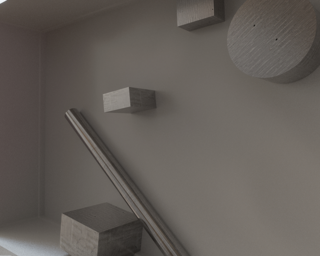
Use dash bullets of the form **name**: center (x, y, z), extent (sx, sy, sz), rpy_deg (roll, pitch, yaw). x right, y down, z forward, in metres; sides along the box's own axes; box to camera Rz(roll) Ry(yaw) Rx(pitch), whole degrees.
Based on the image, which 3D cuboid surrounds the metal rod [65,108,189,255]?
- **metal rod**: center (-0.061, 0.072, 0.454), extent (0.300, 0.025, 0.025), rpy_deg (47, 118, 29)

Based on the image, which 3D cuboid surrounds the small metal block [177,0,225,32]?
- **small metal block**: center (0.047, -0.148, 0.366), extent (0.050, 0.025, 0.050), rpy_deg (-3, 88, 39)

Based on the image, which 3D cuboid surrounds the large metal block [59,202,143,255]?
- **large metal block**: center (-0.082, 0.147, 0.436), extent (0.080, 0.081, 0.050), rpy_deg (9, 96, 39)

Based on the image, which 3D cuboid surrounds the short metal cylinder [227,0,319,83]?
- **short metal cylinder**: center (0.113, -0.085, 0.297), extent (0.080, 0.050, 0.079), rpy_deg (0, 90, 39)

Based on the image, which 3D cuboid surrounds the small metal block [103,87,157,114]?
- **small metal block**: center (-0.041, -0.036, 0.422), extent (0.050, 0.050, 0.025), rpy_deg (-9, 85, 39)
